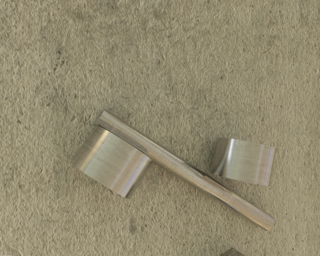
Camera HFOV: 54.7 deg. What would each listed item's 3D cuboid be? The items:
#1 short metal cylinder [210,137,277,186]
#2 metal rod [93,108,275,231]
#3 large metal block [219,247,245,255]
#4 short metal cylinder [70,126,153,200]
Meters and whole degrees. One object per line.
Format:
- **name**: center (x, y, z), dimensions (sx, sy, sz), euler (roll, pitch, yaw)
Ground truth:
- **short metal cylinder**: center (0.113, 0.045, 0.423), dimensions (0.081, 0.080, 0.050), euler (13, 86, -20)
- **metal rod**: center (0.045, 0.065, 0.426), dimensions (0.301, 0.025, 0.025), euler (33, 79, -17)
- **large metal block**: center (0.097, 0.231, 0.434), dimensions (0.081, 0.050, 0.080), euler (-24, 98, -19)
- **short metal cylinder**: center (-0.055, 0.040, 0.360), dimensions (0.080, 0.080, 0.050), euler (36, 79, -17)
